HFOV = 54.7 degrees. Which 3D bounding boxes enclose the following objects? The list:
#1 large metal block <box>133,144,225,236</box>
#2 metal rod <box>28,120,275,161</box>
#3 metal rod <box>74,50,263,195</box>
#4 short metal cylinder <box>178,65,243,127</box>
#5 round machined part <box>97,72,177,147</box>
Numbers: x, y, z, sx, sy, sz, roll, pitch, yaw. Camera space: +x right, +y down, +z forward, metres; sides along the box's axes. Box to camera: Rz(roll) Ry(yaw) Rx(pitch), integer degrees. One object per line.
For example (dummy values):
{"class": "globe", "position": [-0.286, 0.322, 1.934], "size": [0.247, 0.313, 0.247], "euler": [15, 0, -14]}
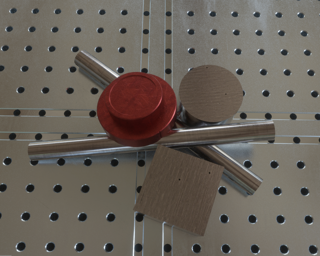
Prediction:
{"class": "large metal block", "position": [0.022, 0.075, 0.369], "size": [0.080, 0.050, 0.080], "euler": [19, 71, 6]}
{"class": "metal rod", "position": [-0.014, 0.016, 0.386], "size": [0.302, 0.025, 0.025], "euler": [-5, 70, 5]}
{"class": "metal rod", "position": [0.003, -0.014, 0.417], "size": [0.300, 0.025, 0.025], "euler": [37, 74, 12]}
{"class": "short metal cylinder", "position": [0.064, -0.036, 0.411], "size": [0.081, 0.050, 0.080], "euler": [0, 70, 0]}
{"class": "round machined part", "position": [-0.029, -0.029, 0.377], "size": [0.099, 0.042, 0.098], "euler": [-2, 61, 5]}
